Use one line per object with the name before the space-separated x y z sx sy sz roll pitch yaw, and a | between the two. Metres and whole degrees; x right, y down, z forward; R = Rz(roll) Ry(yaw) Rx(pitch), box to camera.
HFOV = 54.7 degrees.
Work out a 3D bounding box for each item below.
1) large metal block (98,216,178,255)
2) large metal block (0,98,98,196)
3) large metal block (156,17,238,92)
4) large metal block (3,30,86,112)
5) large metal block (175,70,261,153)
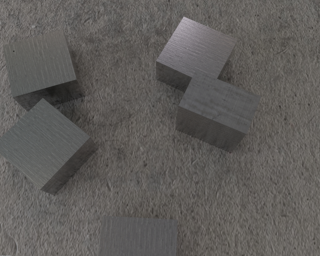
large metal block | -0.023 0.142 0.343 0.080 0.050 0.080 3 70 1
large metal block | -0.138 0.024 0.385 0.080 0.050 0.080 38 74 12
large metal block | 0.049 -0.094 0.429 0.080 0.050 0.080 27 72 9
large metal block | -0.156 -0.077 0.422 0.081 0.050 0.080 -17 71 -6
large metal block | 0.068 -0.017 0.385 0.080 0.080 0.050 23 72 8
